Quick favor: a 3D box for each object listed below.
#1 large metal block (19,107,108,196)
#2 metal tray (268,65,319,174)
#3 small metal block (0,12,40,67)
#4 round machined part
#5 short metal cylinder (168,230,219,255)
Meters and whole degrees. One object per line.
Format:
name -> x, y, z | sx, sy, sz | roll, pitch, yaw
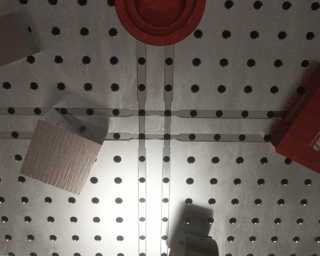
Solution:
large metal block -> -0.125, 0.030, 0.410 | 0.080, 0.050, 0.080 | 24, 108, -9
metal tray -> 0.219, -0.010, 0.410 | 0.090, 0.030, 0.129 | 26, 108, -10
small metal block -> -0.183, -0.105, 0.372 | 0.050, 0.025, 0.050 | -19, 109, 6
round machined part -> 0.000, -0.145, 0.351 | 0.099, 0.042, 0.097 | 0, 110, -1
short metal cylinder -> 0.046, 0.199, 0.458 | 0.050, 0.080, 0.079 | 19, 109, -7
